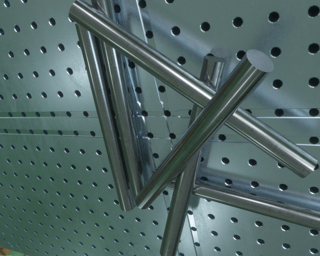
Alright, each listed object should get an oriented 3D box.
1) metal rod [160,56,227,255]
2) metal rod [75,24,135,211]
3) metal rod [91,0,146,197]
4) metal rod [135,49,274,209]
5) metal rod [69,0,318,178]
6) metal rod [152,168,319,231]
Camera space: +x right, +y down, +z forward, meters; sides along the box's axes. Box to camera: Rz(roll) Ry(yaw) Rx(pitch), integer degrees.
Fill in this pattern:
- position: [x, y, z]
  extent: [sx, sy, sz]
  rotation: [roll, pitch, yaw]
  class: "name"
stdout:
- position: [0.036, 0.057, 0.401]
  extent: [0.025, 0.025, 0.298]
  rotation: [19, 118, 17]
  class: "metal rod"
- position: [-0.073, 0.001, 0.450]
  extent: [0.025, 0.025, 0.298]
  rotation: [6, 121, 25]
  class: "metal rod"
- position: [-0.049, -0.027, 0.420]
  extent: [0.025, 0.025, 0.298]
  rotation: [6, 121, 25]
  class: "metal rod"
- position: [0.027, 0.029, 0.357]
  extent: [0.025, 0.025, 0.298]
  rotation: [37, 139, 4]
  class: "metal rod"
- position: [0.029, -0.046, 0.330]
  extent: [0.300, 0.025, 0.025]
  rotation: [35, 129, 6]
  class: "metal rod"
- position: [0.129, 0.099, 0.404]
  extent: [0.301, 0.025, 0.025]
  rotation: [11, 123, 22]
  class: "metal rod"
